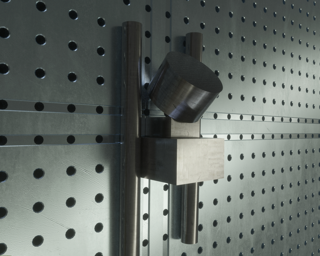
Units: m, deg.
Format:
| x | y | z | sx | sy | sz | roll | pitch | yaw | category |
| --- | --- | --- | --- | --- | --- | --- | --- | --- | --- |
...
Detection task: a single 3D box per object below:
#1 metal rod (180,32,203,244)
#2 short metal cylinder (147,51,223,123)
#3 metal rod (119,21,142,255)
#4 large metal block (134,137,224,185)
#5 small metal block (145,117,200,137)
| x | y | z | sx | sy | sz | roll | pitch | yaw | category |
| --- | --- | --- | --- | --- | --- | --- | --- | --- | --- |
| 0.046 | 0.014 | 0.447 | 0.025 | 0.025 | 0.298 | 3 | 89 | -40 | metal rod |
| 0.031 | -0.052 | 0.391 | 0.080 | 0.050 | 0.080 | 23 | 35 | -17 | short metal cylinder |
| -0.036 | 0.022 | 0.379 | 0.025 | 0.025 | 0.298 | 1 | 90 | -40 | metal rod |
| 0.023 | 0.037 | 0.390 | 0.081 | 0.080 | 0.050 | 1 | 90 | -40 | large metal block |
| 0.016 | -0.001 | 0.406 | 0.050 | 0.050 | 0.025 | 2 | 89 | -41 | small metal block |
